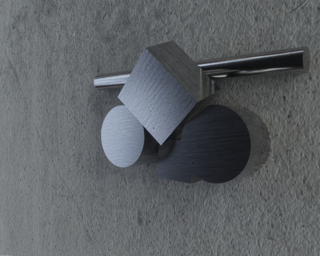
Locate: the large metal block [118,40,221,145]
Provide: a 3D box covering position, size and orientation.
[{"bbox_3d":[0.008,-0.041,0.361,0.080,0.050,0.080,48,133,11],"label":"large metal block"}]

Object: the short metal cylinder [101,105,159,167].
[{"bbox_3d":[-0.033,0.010,0.417,0.080,0.050,0.079,0,90,40],"label":"short metal cylinder"}]

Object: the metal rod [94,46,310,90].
[{"bbox_3d":[0.023,-0.068,0.387,0.300,0.025,0.025,2,91,40],"label":"metal rod"}]

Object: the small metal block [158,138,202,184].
[{"bbox_3d":[0.025,0.039,0.387,0.050,0.025,0.050,3,92,40],"label":"small metal block"}]

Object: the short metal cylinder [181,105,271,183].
[{"bbox_3d":[0.070,0.016,0.332,0.080,0.050,0.079,0,90,40],"label":"short metal cylinder"}]
